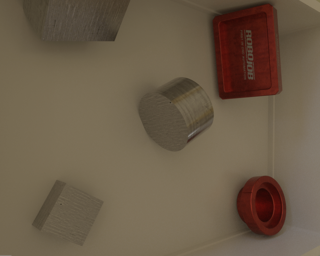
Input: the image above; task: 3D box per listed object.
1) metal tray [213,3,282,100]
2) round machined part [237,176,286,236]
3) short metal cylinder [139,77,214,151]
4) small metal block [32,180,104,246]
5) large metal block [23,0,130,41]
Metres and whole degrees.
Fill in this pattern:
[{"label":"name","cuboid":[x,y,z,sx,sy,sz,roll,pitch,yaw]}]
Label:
[{"label":"metal tray","cuboid":[0.134,-0.112,0.475,0.030,0.090,0.129,-15,100,-58]},{"label":"round machined part","cuboid":[0.171,0.133,0.534,0.099,0.042,0.098,10,72,-36]},{"label":"short metal cylinder","cuboid":[0.020,-0.017,0.389,0.050,0.080,0.080,-34,111,-35]},{"label":"small metal block","cuboid":[-0.096,0.090,0.328,0.050,0.025,0.050,38,67,-34]},{"label":"large metal block","cuboid":[-0.077,-0.132,0.298,0.081,0.079,0.050,-13,59,-40]}]
